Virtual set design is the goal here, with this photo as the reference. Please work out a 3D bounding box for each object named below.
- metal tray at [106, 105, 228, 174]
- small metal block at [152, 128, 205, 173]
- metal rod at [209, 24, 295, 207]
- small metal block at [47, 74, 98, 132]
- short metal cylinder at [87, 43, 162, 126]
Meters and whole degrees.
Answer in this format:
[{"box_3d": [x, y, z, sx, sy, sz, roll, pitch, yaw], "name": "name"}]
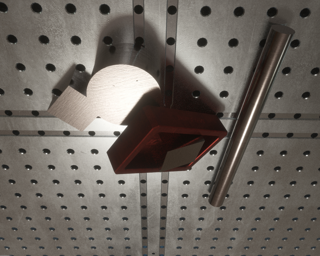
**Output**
[{"box_3d": [0.012, 0.018, 0.385, 0.131, 0.030, 0.090, 5, 137, -43], "name": "metal tray"}, {"box_3d": [0.022, 0.026, 0.385, 0.050, 0.025, 0.050, -15, 148, -22], "name": "small metal block"}, {"box_3d": [0.111, 0.009, 0.420, 0.025, 0.025, 0.298, 5, 130, -5], "name": "metal rod"}, {"box_3d": [-0.102, -0.030, 0.385, 0.050, 0.025, 0.050, 34, 122, -26], "name": "small metal block"}, {"box_3d": [-0.039, -0.049, 0.353, 0.081, 0.050, 0.079, -1, 130, 0], "name": "short metal cylinder"}]
